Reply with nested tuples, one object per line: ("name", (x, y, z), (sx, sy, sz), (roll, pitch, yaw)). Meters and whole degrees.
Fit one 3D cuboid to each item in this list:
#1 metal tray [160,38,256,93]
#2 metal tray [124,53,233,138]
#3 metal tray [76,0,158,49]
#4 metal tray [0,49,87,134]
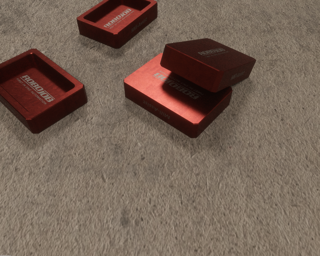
("metal tray", (0.073, -0.096, 0.448), (0.090, 0.030, 0.131), (32, 33, 23))
("metal tray", (0.024, -0.051, 0.443), (0.130, 0.030, 0.090), (33, 57, 24))
("metal tray", (-0.075, -0.204, 0.569), (0.090, 0.030, 0.131), (26, 54, 20))
("metal tray", (-0.180, -0.058, 0.446), (0.130, 0.030, 0.090), (36, 58, 26))
